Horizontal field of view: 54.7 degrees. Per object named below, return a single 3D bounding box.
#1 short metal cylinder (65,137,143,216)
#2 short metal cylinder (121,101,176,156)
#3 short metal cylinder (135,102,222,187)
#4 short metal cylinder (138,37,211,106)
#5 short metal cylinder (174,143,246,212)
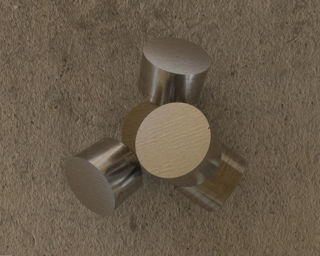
[{"bbox_3d":[-0.068,0.058,0.377,0.080,0.050,0.079,19,125,29],"label":"short metal cylinder"},{"bbox_3d":[-0.006,0.006,0.398,0.081,0.050,0.080,0,90,-1],"label":"short metal cylinder"},{"bbox_3d":[0.021,0.019,0.332,0.080,0.050,0.080,-8,67,21],"label":"short metal cylinder"},{"bbox_3d":[0.016,-0.068,0.377,0.080,0.080,0.050,14,133,0],"label":"short metal cylinder"},{"bbox_3d":[0.061,0.056,0.384,0.050,0.080,0.080,35,90,0],"label":"short metal cylinder"}]
